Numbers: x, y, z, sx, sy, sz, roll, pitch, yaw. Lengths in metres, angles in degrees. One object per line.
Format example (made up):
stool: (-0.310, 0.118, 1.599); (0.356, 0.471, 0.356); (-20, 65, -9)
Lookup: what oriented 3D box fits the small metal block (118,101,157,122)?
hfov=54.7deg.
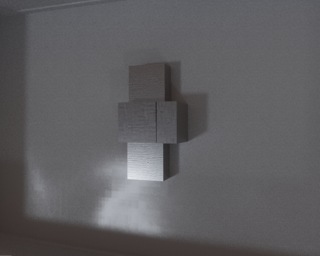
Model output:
small metal block: (-0.020, -0.020, 0.402); (0.050, 0.050, 0.025); (0, 90, 20)

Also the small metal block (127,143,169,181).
small metal block: (-0.015, 0.043, 0.414); (0.050, 0.025, 0.050); (0, 90, 20)

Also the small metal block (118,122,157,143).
small metal block: (-0.020, 0.005, 0.402); (0.050, 0.050, 0.025); (0, 90, 20)

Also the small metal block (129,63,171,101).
small metal block: (-0.013, -0.057, 0.413); (0.050, 0.025, 0.050); (0, 90, 20)

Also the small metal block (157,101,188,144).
small metal block: (0.016, -0.007, 0.390); (0.025, 0.050, 0.050); (0, 90, 20)
